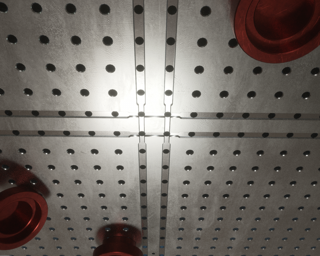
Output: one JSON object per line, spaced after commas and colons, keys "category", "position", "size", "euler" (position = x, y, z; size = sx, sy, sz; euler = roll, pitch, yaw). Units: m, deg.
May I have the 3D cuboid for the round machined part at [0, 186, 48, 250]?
{"category": "round machined part", "position": [-0.234, 0.138, 0.491], "size": [0.042, 0.098, 0.098], "euler": [20, 144, 40]}

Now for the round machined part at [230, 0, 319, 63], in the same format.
{"category": "round machined part", "position": [0.118, -0.117, 0.303], "size": [0.099, 0.042, 0.097], "euler": [-1, 130, 0]}

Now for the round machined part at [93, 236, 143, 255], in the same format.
{"category": "round machined part", "position": [-0.082, 0.251, 0.613], "size": [0.099, 0.042, 0.097], "euler": [-1, 130, 0]}
